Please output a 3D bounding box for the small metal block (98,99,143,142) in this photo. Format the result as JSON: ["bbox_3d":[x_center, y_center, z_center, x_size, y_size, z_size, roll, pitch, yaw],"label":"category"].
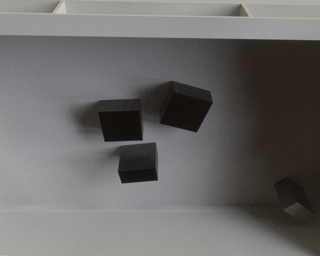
[{"bbox_3d":[-0.049,-0.010,0.400,0.050,0.025,0.050,-2,130,1],"label":"small metal block"}]

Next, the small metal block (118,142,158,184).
[{"bbox_3d":[-0.029,0.048,0.434,0.050,0.050,0.025,-6,130,4],"label":"small metal block"}]

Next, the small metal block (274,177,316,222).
[{"bbox_3d":[0.214,0.114,0.493,0.050,0.050,0.025,35,122,-26],"label":"small metal block"}]

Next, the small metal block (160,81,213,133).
[{"bbox_3d":[0.031,-0.026,0.388,0.050,0.025,0.050,14,129,-12],"label":"small metal block"}]
